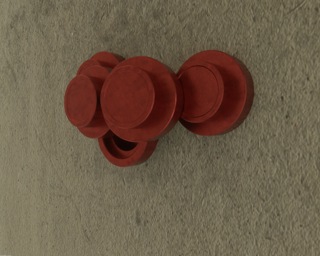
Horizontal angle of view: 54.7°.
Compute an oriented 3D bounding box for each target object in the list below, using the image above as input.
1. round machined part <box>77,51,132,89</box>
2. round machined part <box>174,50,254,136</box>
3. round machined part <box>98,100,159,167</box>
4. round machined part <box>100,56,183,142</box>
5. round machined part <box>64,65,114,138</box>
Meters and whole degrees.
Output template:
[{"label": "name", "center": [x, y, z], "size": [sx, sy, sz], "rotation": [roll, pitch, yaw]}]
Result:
[{"label": "round machined part", "center": [-0.090, -0.067, 0.467], "size": [0.098, 0.042, 0.097], "rotation": [0, 90, 39]}, {"label": "round machined part", "center": [0.051, -0.040, 0.351], "size": [0.098, 0.042, 0.097], "rotation": [0, 90, 39]}, {"label": "round machined part", "center": [-0.039, 0.003, 0.425], "size": [0.098, 0.042, 0.097], "rotation": [0, 90, 39]}, {"label": "round machined part", "center": [-0.027, -0.033, 0.348], "size": [0.098, 0.042, 0.097], "rotation": [-1, 88, 26]}, {"label": "round machined part", "center": [-0.090, -0.035, 0.412], "size": [0.098, 0.042, 0.097], "rotation": [0, 90, 39]}]
